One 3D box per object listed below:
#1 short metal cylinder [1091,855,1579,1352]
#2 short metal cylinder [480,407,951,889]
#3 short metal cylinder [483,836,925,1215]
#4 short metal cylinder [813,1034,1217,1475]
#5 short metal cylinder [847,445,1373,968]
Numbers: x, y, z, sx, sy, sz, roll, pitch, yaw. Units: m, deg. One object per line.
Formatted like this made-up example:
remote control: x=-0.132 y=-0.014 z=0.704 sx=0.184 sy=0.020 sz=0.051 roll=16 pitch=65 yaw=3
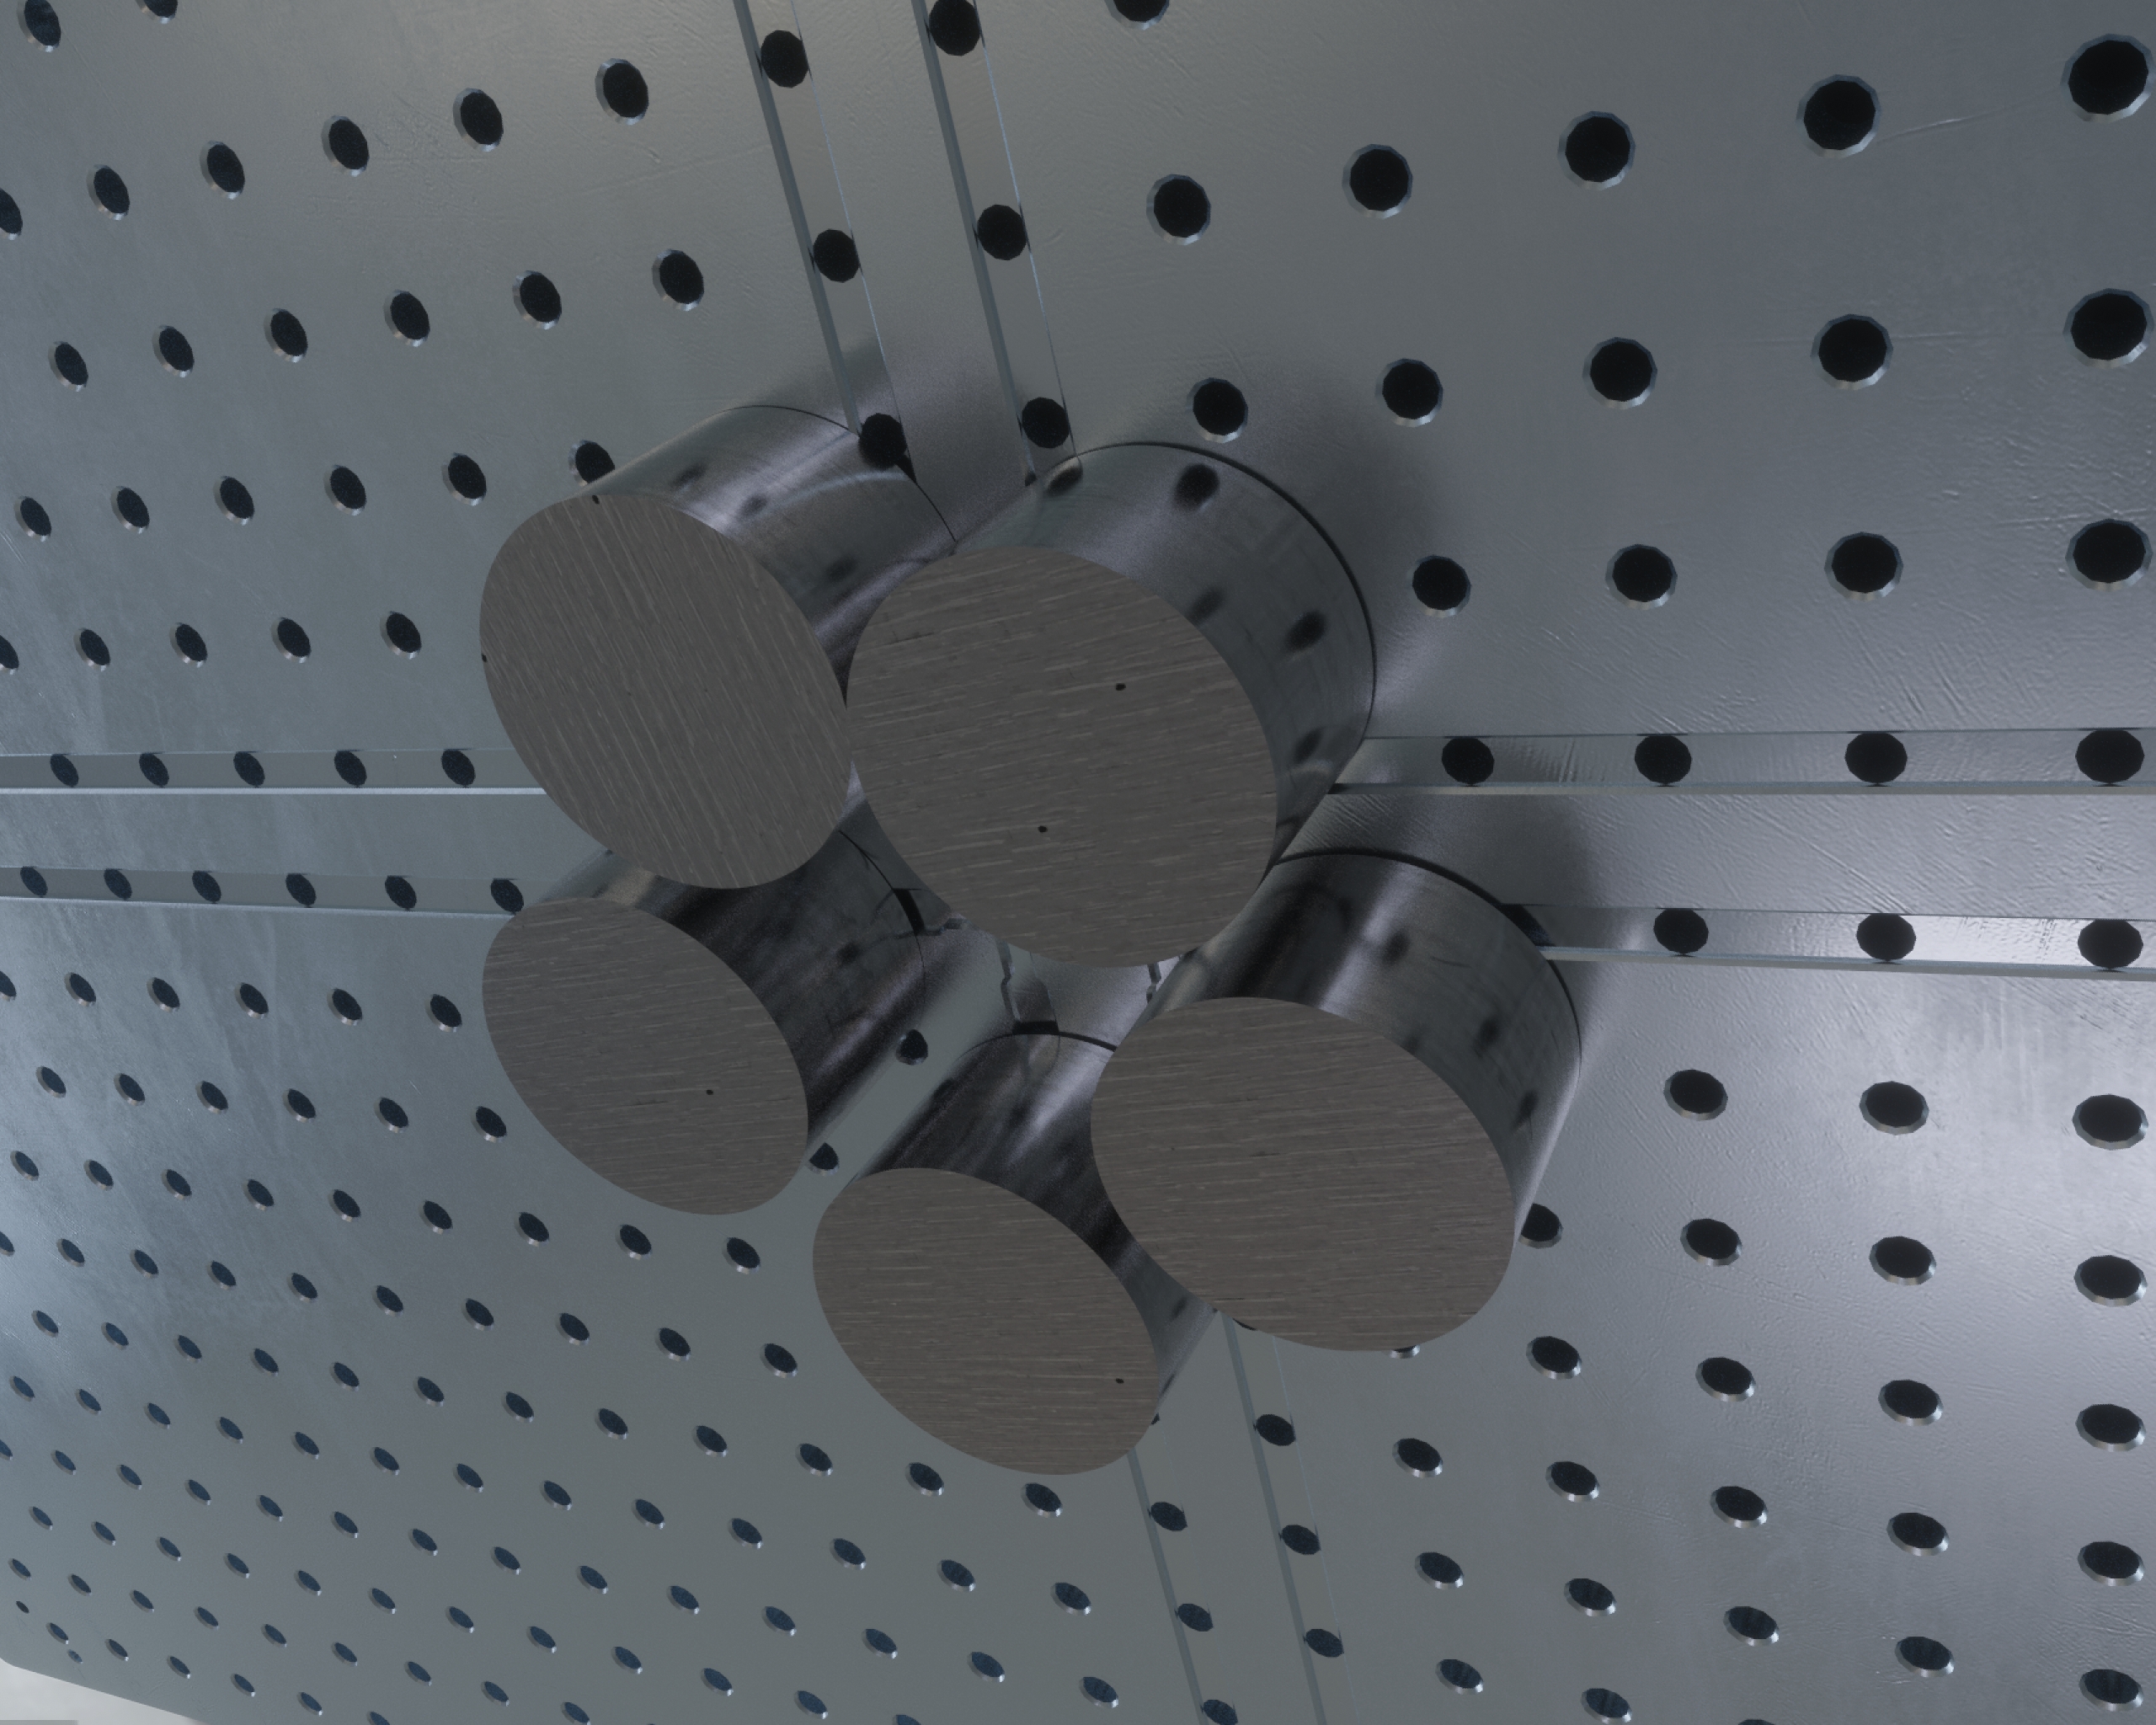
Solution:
short metal cylinder: x=0.049 y=0.045 z=0.396 sx=0.080 sy=0.050 sz=0.079 roll=13 pitch=125 yaw=20
short metal cylinder: x=-0.067 y=-0.042 z=0.404 sx=0.080 sy=0.050 sz=0.079 roll=13 pitch=124 yaw=20
short metal cylinder: x=-0.081 y=0.030 z=0.456 sx=0.080 sy=0.050 sz=0.079 roll=13 pitch=124 yaw=20
short metal cylinder: x=-0.009 y=0.084 z=0.451 sx=0.080 sy=0.050 sz=0.079 roll=14 pitch=124 yaw=21
short metal cylinder: x=0.006 y=-0.028 z=0.373 sx=0.080 sy=0.050 sz=0.079 roll=13 pitch=124 yaw=21
